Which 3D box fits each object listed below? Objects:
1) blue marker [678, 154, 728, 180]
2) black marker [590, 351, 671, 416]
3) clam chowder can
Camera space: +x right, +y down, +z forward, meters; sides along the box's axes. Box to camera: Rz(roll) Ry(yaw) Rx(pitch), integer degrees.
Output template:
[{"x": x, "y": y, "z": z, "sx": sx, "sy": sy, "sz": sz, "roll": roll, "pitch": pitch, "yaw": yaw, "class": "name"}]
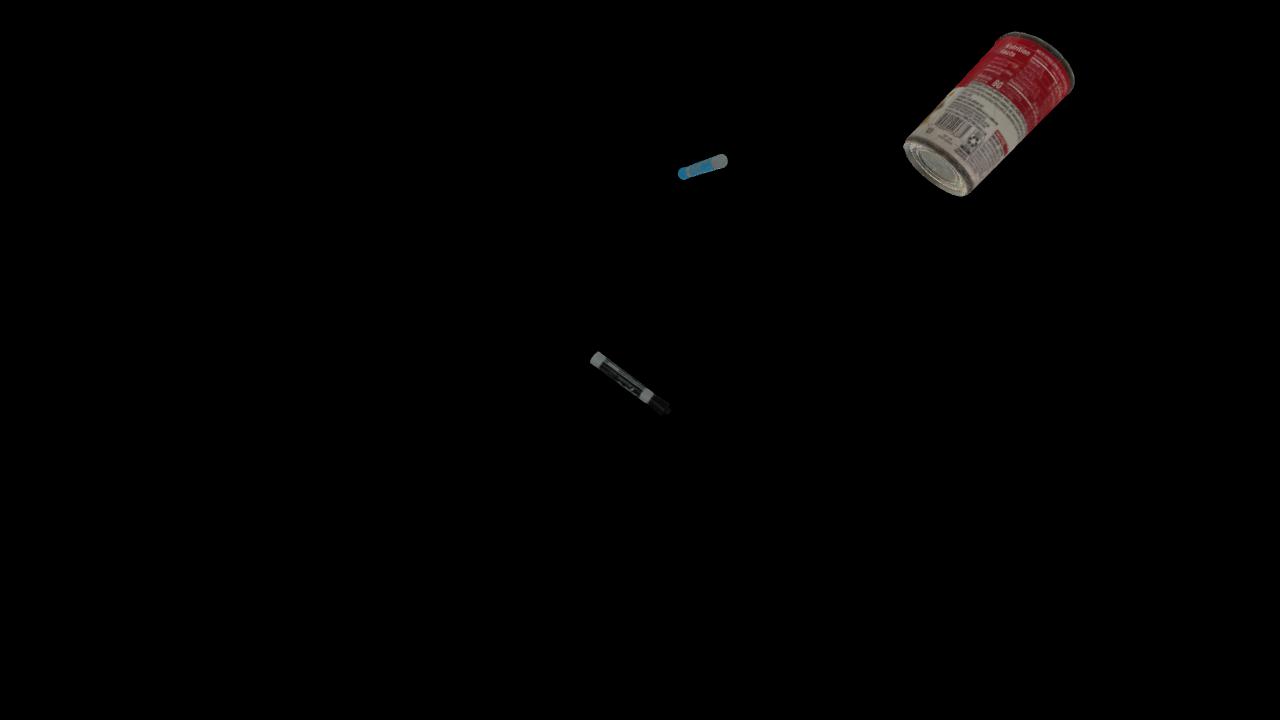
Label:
[{"x": 0.089, "y": -0.281, "z": 0.899, "sx": 0.020, "sy": 0.020, "sz": 0.121, "roll": 0, "pitch": 7, "yaw": -24, "class": "blue marker"}, {"x": -0.011, "y": 0.031, "z": 0.784, "sx": 0.121, "sy": 0.020, "sz": 0.020, "roll": 36, "pitch": 7, "yaw": 10, "class": "black marker"}, {"x": 0.268, "y": -0.188, "z": 0.479, "sx": 0.068, "sy": 0.102, "sz": 0.068, "roll": 40, "pitch": 11, "yaw": -10, "class": "clam chowder can"}]
